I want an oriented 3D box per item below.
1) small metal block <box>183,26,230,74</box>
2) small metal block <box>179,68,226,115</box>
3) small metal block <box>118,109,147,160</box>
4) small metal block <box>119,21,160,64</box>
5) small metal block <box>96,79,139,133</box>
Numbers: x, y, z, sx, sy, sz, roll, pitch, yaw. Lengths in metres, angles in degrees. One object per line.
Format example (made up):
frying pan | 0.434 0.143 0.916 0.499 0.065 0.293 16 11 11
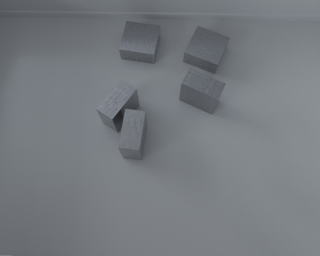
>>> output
small metal block | 0.068 -0.114 0.452 0.050 0.025 0.050 23 72 8
small metal block | 0.055 -0.048 0.414 0.050 0.050 0.025 26 72 9
small metal block | -0.033 0.010 0.392 0.025 0.050 0.050 7 70 2
small metal block | -0.029 -0.126 0.455 0.050 0.025 0.050 9 70 3
small metal block | -0.054 -0.028 0.406 0.025 0.050 0.050 33 73 11
